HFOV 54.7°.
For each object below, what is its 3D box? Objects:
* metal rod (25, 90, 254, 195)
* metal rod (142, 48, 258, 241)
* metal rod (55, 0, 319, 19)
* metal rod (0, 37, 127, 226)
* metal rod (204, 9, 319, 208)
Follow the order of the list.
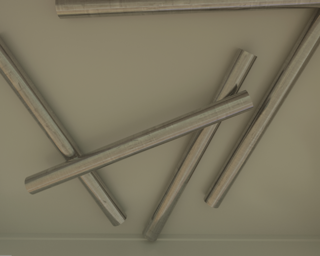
[{"bbox_3d":[-0.032,0.021,0.390,0.301,0.025,0.025,-22,109,7],"label":"metal rod"},{"bbox_3d":[0.046,0.035,0.424,0.025,0.025,0.298,23,108,-9],"label":"metal rod"},{"bbox_3d":[0.034,-0.143,0.351,0.302,0.025,0.025,-2,110,3],"label":"metal rod"},{"bbox_3d":[-0.133,0.015,0.414,0.025,0.025,0.299,-28,108,9],"label":"metal rod"},{"bbox_3d":[0.138,-0.018,0.406,0.025,0.025,0.298,23,108,-9],"label":"metal rod"}]
